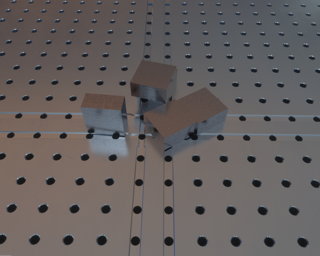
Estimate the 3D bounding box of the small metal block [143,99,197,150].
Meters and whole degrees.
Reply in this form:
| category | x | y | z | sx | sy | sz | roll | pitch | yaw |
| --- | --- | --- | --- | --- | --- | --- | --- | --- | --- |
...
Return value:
| category | x | y | z | sx | sy | sz | roll | pitch | yaw |
| --- | --- | --- | --- | --- | --- | --- | --- | --- | --- |
| small metal block | 0.013 | -0.006 | 0.413 | 0.050 | 0.025 | 0.050 | -26 | 55 | -21 |

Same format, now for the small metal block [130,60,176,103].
| category | x | y | z | sx | sy | sz | roll | pitch | yaw |
| --- | --- | --- | --- | --- | --- | --- | --- | --- | --- |
| small metal block | -0.008 | -0.065 | 0.430 | 0.050 | 0.025 | 0.050 | 13 | 51 | 10 |

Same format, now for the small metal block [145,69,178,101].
| category | x | y | z | sx | sy | sz | roll | pitch | yaw |
| --- | --- | --- | --- | --- | --- | --- | --- | --- | --- |
| small metal block | -0.004 | -0.067 | 0.464 | 0.050 | 0.025 | 0.050 | 12 | 51 | 9 |

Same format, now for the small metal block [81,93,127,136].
| category | x | y | z | sx | sy | sz | roll | pitch | yaw |
| --- | --- | --- | --- | --- | --- | --- | --- | --- | --- |
| small metal block | -0.071 | -0.017 | 0.405 | 0.050 | 0.050 | 0.025 | 5 | 50 | 3 |

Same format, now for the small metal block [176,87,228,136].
| category | x | y | z | sx | sy | sz | roll | pitch | yaw |
| --- | --- | --- | --- | --- | --- | --- | --- | --- | --- |
| small metal block | 0.057 | -0.024 | 0.429 | 0.050 | 0.025 | 0.050 | -26 | 55 | -21 |
